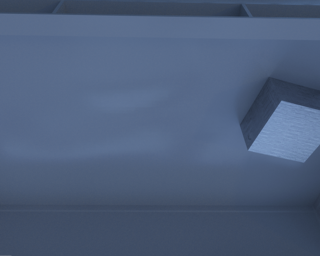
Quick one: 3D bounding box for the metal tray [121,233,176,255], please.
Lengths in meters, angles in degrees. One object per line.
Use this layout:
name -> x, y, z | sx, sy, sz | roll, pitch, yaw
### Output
metal tray -> -0.015, 0.233, 0.546 | 0.091, 0.130, 0.030 | 17, 91, -15

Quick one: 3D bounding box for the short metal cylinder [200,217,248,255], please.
short metal cylinder -> 0.117, 0.211, 0.577 | 0.081, 0.050, 0.079 | 0, 130, 0

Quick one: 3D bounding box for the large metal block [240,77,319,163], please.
large metal block -> 0.159, -0.009, 0.388 | 0.081, 0.050, 0.079 | 12, 129, -11
